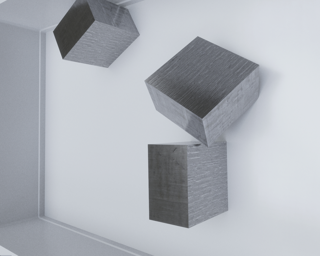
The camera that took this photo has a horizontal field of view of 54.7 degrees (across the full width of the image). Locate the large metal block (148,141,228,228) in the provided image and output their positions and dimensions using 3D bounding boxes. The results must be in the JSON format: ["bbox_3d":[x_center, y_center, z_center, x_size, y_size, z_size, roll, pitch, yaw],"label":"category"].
[{"bbox_3d":[0.033,0.056,0.342,0.050,0.081,0.079,-2,89,40],"label":"large metal block"}]

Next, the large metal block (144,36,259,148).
[{"bbox_3d":[0.045,-0.040,0.326,0.080,0.050,0.080,-43,55,-15],"label":"large metal block"}]

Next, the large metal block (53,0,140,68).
[{"bbox_3d":[-0.091,-0.136,0.443,0.080,0.081,0.050,-36,68,34],"label":"large metal block"}]
